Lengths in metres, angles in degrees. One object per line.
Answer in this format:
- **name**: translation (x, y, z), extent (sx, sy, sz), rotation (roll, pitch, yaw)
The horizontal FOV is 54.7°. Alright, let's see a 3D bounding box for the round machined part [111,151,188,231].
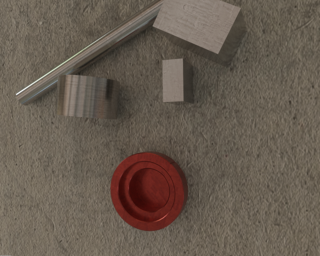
- **round machined part**: translation (-0.011, 0.079, 0.403), extent (0.098, 0.042, 0.097), rotation (0, 90, 19)

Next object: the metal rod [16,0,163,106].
- **metal rod**: translation (-0.086, -0.112, 0.437), extent (0.300, 0.025, 0.025), rotation (-28, 81, 17)

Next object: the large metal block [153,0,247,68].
- **large metal block**: translation (0.050, -0.116, 0.362), extent (0.080, 0.080, 0.050), rotation (28, 99, 17)

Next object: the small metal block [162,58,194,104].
- **small metal block**: translation (0.024, -0.056, 0.387), extent (0.025, 0.050, 0.050), rotation (-1, 90, 20)

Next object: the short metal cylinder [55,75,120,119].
- **short metal cylinder**: translation (-0.095, -0.040, 0.412), extent (0.080, 0.080, 0.050), rotation (6, 92, 19)
